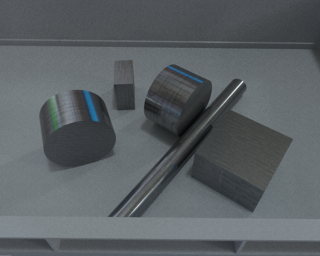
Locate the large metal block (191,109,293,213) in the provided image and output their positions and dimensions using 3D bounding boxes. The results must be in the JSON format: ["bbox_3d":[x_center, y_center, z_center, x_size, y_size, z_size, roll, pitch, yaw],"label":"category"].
[{"bbox_3d":[0.094,0.035,0.360,0.080,0.050,0.080,29,55,21],"label":"large metal block"}]

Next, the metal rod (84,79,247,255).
[{"bbox_3d":[0.026,0.029,0.380,0.025,0.025,0.301,30,56,22],"label":"metal rod"}]

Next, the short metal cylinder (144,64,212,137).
[{"bbox_3d":[0.024,-0.035,0.399,0.050,0.080,0.080,30,56,22],"label":"short metal cylinder"}]

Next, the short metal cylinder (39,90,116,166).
[{"bbox_3d":[-0.098,0.001,0.367,0.081,0.080,0.050,-15,52,-13],"label":"short metal cylinder"}]

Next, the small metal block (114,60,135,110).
[{"bbox_3d":[-0.050,-0.061,0.439,0.025,0.050,0.050,-3,50,-3],"label":"small metal block"}]
